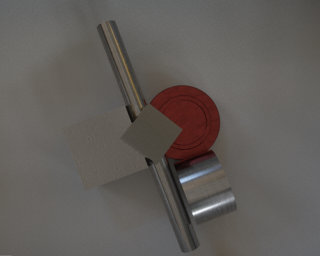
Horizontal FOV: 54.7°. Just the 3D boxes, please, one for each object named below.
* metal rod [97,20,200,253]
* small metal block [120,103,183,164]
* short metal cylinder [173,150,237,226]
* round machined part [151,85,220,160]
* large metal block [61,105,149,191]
[{"bbox_3d":[-0.015,0.011,0.389,0.025,0.025,0.299,-21,90,0],"label":"metal rod"},{"bbox_3d":[-0.011,0.007,0.361,0.050,0.025,0.050,38,78,-7],"label":"small metal block"},{"bbox_3d":[0.054,0.073,0.383,0.050,0.080,0.080,-21,90,0],"label":"short metal cylinder"},{"bbox_3d":[0.029,-0.007,0.401,0.099,0.042,0.097,0,90,-1],"label":"round machined part"},{"bbox_3d":[-0.066,0.024,0.394,0.080,0.050,0.080,-20,90,-1],"label":"large metal block"}]
